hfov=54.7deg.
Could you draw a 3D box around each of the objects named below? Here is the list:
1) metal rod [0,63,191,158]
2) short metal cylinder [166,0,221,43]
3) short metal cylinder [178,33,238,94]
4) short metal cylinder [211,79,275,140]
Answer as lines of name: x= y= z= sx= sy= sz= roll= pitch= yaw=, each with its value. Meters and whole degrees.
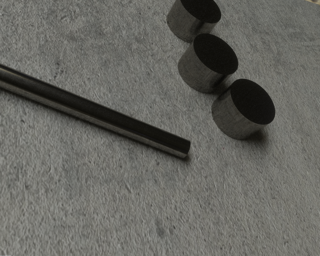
metal rod: x=-0.101 y=-0.027 z=0.365 sx=0.302 sy=0.025 sz=0.025 roll=22 pitch=54 yaw=-15
short metal cylinder: x=0.058 y=-0.194 z=0.537 sx=0.081 sy=0.050 sz=0.080 roll=14 pitch=56 yaw=-21
short metal cylinder: x=0.075 y=-0.102 z=0.490 sx=0.081 sy=0.050 sz=0.080 roll=14 pitch=56 yaw=-21
short metal cylinder: x=0.126 y=-0.028 z=0.473 sx=0.081 sy=0.050 sz=0.080 roll=14 pitch=56 yaw=-21
